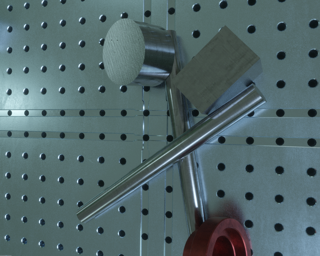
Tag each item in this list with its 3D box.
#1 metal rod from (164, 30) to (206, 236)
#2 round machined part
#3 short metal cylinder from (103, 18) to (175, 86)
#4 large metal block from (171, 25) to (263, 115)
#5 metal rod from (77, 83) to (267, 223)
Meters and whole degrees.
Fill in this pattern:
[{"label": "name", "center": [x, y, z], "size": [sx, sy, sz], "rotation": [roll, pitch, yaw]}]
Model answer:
[{"label": "metal rod", "center": [0.031, 0.023, 0.401], "size": [0.025, 0.025, 0.298], "rotation": [-10, 87, 20]}, {"label": "round machined part", "center": [0.063, 0.153, 0.356], "size": [0.042, 0.099, 0.097], "rotation": [-11, 86, 41]}, {"label": "short metal cylinder", "center": [-0.028, -0.093, 0.394], "size": [0.080, 0.050, 0.079], "rotation": [5, 98, 44]}, {"label": "large metal block", "center": [0.069, -0.060, 0.359], "size": [0.080, 0.080, 0.050], "rotation": [-45, 76, 14]}, {"label": "metal rod", "center": [-0.003, 0.045, 0.390], "size": [0.299, 0.025, 0.025], "rotation": [-37, 78, 24]}]
